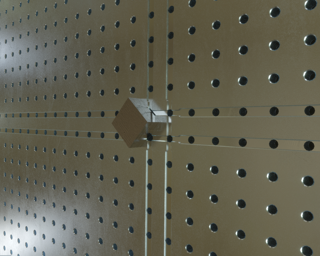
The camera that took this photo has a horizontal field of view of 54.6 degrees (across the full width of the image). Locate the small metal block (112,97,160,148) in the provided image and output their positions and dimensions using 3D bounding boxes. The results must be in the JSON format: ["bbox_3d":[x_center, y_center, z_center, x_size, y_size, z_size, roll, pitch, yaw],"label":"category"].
[{"bbox_3d":[-0.036,-0.007,0.440,0.050,0.025,0.050,51,120,27],"label":"small metal block"}]
